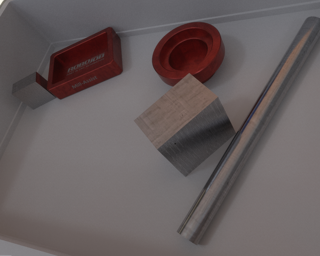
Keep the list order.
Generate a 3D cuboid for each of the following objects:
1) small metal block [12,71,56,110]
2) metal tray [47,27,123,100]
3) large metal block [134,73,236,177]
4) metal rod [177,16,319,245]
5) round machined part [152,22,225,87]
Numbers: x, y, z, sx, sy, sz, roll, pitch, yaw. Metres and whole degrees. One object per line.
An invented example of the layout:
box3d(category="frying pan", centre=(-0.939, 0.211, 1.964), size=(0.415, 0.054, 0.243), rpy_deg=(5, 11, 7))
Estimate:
box3d(category="small metal block", centre=(-0.219, -0.064, 0.541), size=(0.050, 0.050, 0.025), rpy_deg=(-24, 53, 13))
box3d(category="metal tray", centre=(-0.131, -0.112, 0.537), size=(0.130, 0.030, 0.090), rpy_deg=(-20, 54, 16))
box3d(category="large metal block", centre=(0.031, -0.001, 0.354), size=(0.080, 0.080, 0.050), rpy_deg=(-41, 51, 0))
box3d(category="metal rod", centre=(0.110, -0.007, 0.351), size=(0.025, 0.025, 0.300), rpy_deg=(25, 75, 36))
box3d(category="round machined part", centre=(0.042, -0.096, 0.430), size=(0.098, 0.042, 0.098), rpy_deg=(-13, 56, 20))
